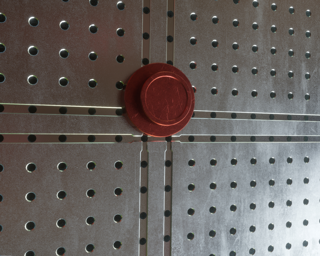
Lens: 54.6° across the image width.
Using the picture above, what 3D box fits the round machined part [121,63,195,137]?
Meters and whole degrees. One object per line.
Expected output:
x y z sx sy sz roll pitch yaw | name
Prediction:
0.002 -0.037 0.404 0.099 0.042 0.097 0 90 -20 | round machined part
